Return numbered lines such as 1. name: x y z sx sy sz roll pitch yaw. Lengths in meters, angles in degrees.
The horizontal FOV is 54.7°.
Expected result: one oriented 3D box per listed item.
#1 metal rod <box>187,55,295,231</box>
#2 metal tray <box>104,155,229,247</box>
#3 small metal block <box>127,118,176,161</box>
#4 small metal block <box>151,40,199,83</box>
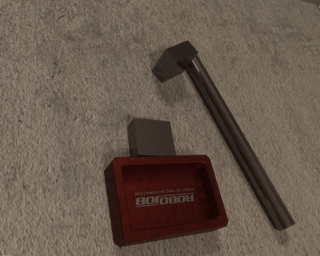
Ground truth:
1. metal rod: 0.107 0.005 0.460 0.025 0.025 0.299 -14 69 -34
2. metal tray: 0.008 0.079 0.357 0.131 0.030 0.090 1 61 -28
3. small metal block: -0.011 0.017 0.389 0.050 0.025 0.050 5 59 -26
4. small metal block: 0.022 -0.099 0.461 0.050 0.050 0.025 -33 80 -38
